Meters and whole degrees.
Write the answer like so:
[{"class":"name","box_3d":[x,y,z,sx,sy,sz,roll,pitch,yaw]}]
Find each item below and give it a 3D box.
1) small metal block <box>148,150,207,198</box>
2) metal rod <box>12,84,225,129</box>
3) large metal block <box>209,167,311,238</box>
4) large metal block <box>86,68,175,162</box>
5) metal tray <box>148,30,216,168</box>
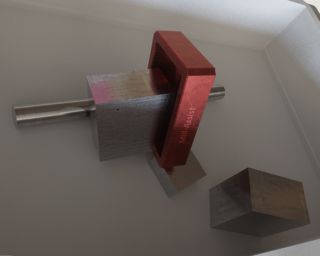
[{"class":"small metal block","box_3d":[0.022,0.051,0.388,0.050,0.025,0.050,-22,74,-36]},{"class":"metal rod","box_3d":[-0.030,-0.035,0.411,0.303,0.025,0.025,-10,67,-33]},{"class":"large metal block","box_3d":[0.117,0.094,0.378,0.081,0.080,0.050,17,55,-19]},{"class":"large metal block","box_3d":[-0.034,-0.015,0.344,0.081,0.079,0.050,-10,43,-17]},{"class":"metal tray","box_3d":[0.012,-0.030,0.347,0.030,0.129,0.090,-5,42,-23]}]
